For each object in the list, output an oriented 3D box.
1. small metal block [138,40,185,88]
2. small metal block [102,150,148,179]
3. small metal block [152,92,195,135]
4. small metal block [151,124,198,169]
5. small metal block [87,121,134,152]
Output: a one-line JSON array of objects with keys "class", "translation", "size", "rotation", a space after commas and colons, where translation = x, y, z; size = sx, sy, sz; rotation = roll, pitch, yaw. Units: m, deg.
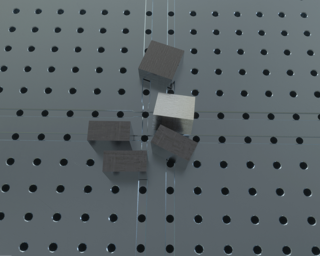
[{"class": "small metal block", "translation": [0.002, -0.092, 0.445], "size": [0.050, 0.025, 0.050], "rotation": [20, 71, 7]}, {"class": "small metal block", "translation": [-0.041, 0.046, 0.381], "size": [0.050, 0.050, 0.025], "rotation": [0, 70, 0]}, {"class": "small metal block", "translation": [0.019, -0.020, 0.408], "size": [0.050, 0.025, 0.050], "rotation": [8, 40, 3]}, {"class": "small metal block", "translation": [0.017, 0.025, 0.389], "size": [0.050, 0.050, 0.025], "rotation": [26, 74, 9]}, {"class": "small metal block", "translation": [-0.061, 0.012, 0.394], "size": [0.050, 0.050, 0.025], "rotation": [1, 70, 0]}]
